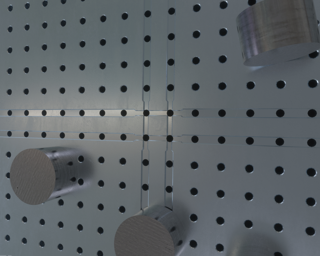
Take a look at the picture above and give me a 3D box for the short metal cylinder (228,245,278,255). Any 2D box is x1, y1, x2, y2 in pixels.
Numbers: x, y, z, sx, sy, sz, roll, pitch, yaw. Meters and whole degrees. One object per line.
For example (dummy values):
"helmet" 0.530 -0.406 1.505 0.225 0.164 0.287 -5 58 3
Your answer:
"short metal cylinder" 0.110 0.185 0.361 0.080 0.050 0.079 0 90 20

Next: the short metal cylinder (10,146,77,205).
"short metal cylinder" -0.172 0.069 0.460 0.080 0.050 0.079 0 90 20

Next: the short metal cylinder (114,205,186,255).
"short metal cylinder" -0.012 0.147 0.403 0.080 0.050 0.079 0 90 20

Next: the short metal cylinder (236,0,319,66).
"short metal cylinder" 0.128 -0.103 0.338 0.080 0.080 0.050 -10 87 20
